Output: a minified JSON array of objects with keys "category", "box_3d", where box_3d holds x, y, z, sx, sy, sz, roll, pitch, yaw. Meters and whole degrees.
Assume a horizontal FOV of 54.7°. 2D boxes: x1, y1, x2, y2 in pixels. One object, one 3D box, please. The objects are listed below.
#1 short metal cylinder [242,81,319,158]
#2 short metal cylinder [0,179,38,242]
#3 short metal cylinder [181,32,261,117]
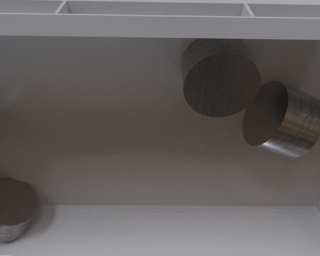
[{"category":"short metal cylinder","box_3d":[0.143,-0.009,0.366,0.050,0.080,0.079,19,128,-16]},{"category":"short metal cylinder","box_3d":[-0.236,0.126,0.478,0.080,0.080,0.050,22,127,-18]},{"category":"short metal cylinder","box_3d":[0.065,-0.058,0.343,0.081,0.050,0.079,0,130,0]}]
